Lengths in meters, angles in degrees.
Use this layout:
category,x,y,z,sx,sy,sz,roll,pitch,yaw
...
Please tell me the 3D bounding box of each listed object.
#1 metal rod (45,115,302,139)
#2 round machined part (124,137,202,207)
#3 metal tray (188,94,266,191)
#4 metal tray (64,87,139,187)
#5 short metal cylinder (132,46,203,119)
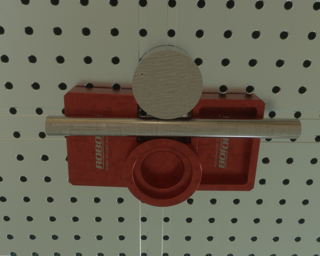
category,x,y,z,sx,sy,sz,roll,pitch,yaw
metal rod,0.017,-0.001,0.377,0.302,0.025,0.025,1,110,-1
round machined part,0.004,0.051,0.409,0.099,0.042,0.097,0,110,0
metal tray,0.084,0.021,0.415,0.091,0.030,0.129,1,110,-1
metal tray,-0.074,0.014,0.410,0.091,0.030,0.129,2,110,-1
short metal cylinder,0.009,-0.056,0.375,0.081,0.050,0.079,0,110,0
